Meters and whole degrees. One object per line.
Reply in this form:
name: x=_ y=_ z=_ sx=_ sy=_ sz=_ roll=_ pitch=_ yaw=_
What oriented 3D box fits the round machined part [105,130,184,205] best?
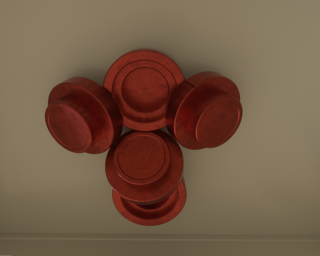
round machined part: x=-0.020 y=0.042 z=0.385 sx=0.099 sy=0.098 sz=0.042 roll=-6 pitch=154 yaw=2

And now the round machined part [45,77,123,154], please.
round machined part: x=-0.098 y=-0.009 z=0.373 sx=0.098 sy=0.042 sz=0.097 roll=15 pitch=126 yaw=22

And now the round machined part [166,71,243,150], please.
round machined part: x=0.059 y=-0.015 z=0.371 sx=0.099 sy=0.042 sz=0.097 roll=-17 pitch=126 yaw=-25

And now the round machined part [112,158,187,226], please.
round machined part: x=-0.014 y=0.083 z=0.430 sx=0.099 sy=0.042 sz=0.097 roll=0 pitch=110 yaw=0

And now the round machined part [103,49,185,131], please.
round machined part: x=-0.018 y=-0.048 z=0.381 sx=0.099 sy=0.042 sz=0.097 roll=0 pitch=110 yaw=0
